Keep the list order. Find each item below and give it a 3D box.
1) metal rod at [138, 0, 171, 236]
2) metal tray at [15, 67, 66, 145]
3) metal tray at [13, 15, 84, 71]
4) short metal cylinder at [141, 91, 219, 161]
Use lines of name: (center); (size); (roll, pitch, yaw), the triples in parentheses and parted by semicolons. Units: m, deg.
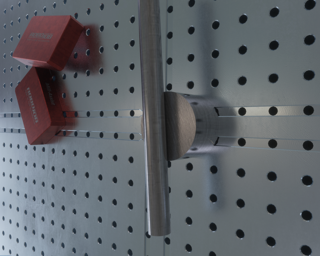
metal rod: (-0.008, -0.033, 0.350); (0.025, 0.025, 0.298); (-5, 87, 40)
metal tray: (-0.234, -0.043, 0.599); (0.090, 0.030, 0.130); (-34, 69, 34)
metal tray: (-0.202, -0.154, 0.553); (0.130, 0.030, 0.090); (16, 79, 38)
short metal cylinder: (0.024, -0.002, 0.374); (0.080, 0.050, 0.079); (0, 90, 40)
